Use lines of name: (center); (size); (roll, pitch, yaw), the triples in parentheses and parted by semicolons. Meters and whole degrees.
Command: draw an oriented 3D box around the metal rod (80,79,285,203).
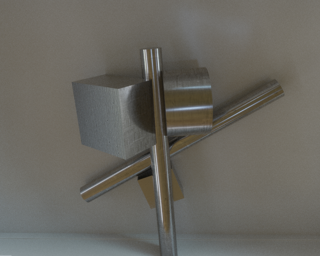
metal rod: (0.022, 0.022, 0.417); (0.300, 0.025, 0.025); (-30, 108, 10)

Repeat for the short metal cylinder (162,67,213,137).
short metal cylinder: (0.030, -0.031, 0.369); (0.050, 0.080, 0.079); (-5, 110, 0)

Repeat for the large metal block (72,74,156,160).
large metal block: (-0.054, -0.017, 0.369); (0.080, 0.050, 0.079); (13, 116, 38)

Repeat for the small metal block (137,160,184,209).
small metal block: (0.002, 0.081, 0.439); (0.050, 0.025, 0.050); (-20, 109, 7)

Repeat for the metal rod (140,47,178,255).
metal rod: (0.001, 0.050, 0.400); (0.025, 0.025, 0.298); (-5, 109, 1)
